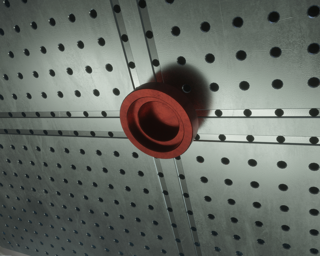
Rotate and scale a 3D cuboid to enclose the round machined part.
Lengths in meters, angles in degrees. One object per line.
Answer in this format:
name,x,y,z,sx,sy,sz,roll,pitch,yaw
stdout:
round machined part,0.002,-0.013,0.392,0.098,0.042,0.097,13,124,21
